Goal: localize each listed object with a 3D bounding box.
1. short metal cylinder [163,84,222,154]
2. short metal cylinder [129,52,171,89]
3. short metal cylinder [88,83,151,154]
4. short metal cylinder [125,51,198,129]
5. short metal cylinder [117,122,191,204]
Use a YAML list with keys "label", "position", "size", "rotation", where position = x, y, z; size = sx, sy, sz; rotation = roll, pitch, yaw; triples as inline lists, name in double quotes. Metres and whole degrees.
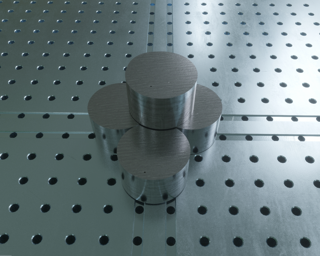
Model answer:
- label: "short metal cylinder"
  position: [0.037, -0.013, 0.401]
  size: [0.081, 0.050, 0.080]
  rotation: [0, 50, 0]
- label: "short metal cylinder"
  position: [-0.006, -0.065, 0.446]
  size: [0.081, 0.050, 0.080]
  rotation: [1, 50, -1]
- label: "short metal cylinder"
  position: [-0.049, -0.013, 0.402]
  size: [0.081, 0.050, 0.080]
  rotation: [0, 50, 0]
- label: "short metal cylinder"
  position: [0.002, -0.045, 0.363]
  size: [0.081, 0.050, 0.080]
  rotation: [0, 50, 0]
- label: "short metal cylinder"
  position: [-0.007, 0.039, 0.357]
  size: [0.081, 0.050, 0.080]
  rotation: [0, 48, 0]
